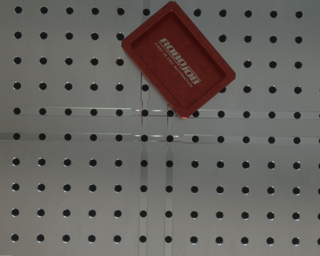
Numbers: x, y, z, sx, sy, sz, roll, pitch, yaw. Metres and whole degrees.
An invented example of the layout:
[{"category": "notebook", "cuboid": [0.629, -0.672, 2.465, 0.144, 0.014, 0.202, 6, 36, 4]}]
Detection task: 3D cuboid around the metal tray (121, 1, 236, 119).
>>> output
[{"category": "metal tray", "cuboid": [0.024, -0.087, 0.410, 0.090, 0.030, 0.130, -40, 90, 0]}]
